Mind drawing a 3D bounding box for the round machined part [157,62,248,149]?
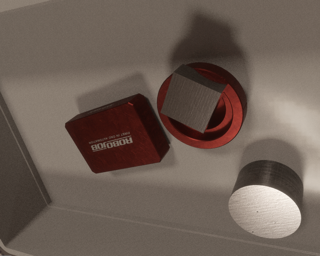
[{"bbox_3d":[0.050,-0.028,0.353,0.098,0.042,0.097,13,124,20],"label":"round machined part"}]

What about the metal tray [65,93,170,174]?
[{"bbox_3d":[-0.062,0.012,0.434,0.130,0.030,0.090,-14,111,33],"label":"metal tray"}]

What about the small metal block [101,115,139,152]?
[{"bbox_3d":[-0.050,0.005,0.436,0.050,0.025,0.050,-15,111,34],"label":"small metal block"}]

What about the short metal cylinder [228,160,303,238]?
[{"bbox_3d":[0.129,0.086,0.377,0.080,0.050,0.079,13,124,20],"label":"short metal cylinder"}]

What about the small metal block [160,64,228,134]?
[{"bbox_3d":[0.034,-0.030,0.317,0.050,0.025,0.050,27,128,11],"label":"small metal block"}]
